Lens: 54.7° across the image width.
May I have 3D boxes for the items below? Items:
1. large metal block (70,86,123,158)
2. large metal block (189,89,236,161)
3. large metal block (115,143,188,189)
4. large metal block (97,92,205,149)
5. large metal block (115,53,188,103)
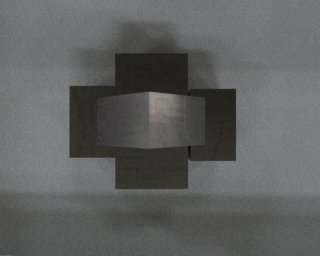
[{"bbox_3d":[-0.075,-0.007,0.383,0.050,0.080,0.080,0,90,0],"label":"large metal block"},{"bbox_3d":[0.058,-0.004,0.381,0.050,0.080,0.080,0,90,-1],"label":"large metal block"},{"bbox_3d":[-0.009,0.043,0.383,0.081,0.080,0.050,0,90,0],"label":"large metal block"},{"bbox_3d":[-0.009,-0.007,0.326,0.081,0.080,0.050,0,90,-45],"label":"large metal block"},{"bbox_3d":[-0.009,-0.058,0.382,0.081,0.080,0.050,0,90,0],"label":"large metal block"}]
